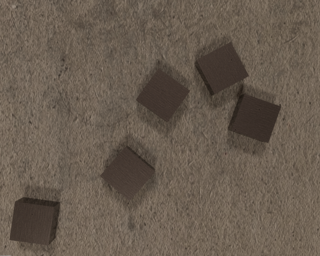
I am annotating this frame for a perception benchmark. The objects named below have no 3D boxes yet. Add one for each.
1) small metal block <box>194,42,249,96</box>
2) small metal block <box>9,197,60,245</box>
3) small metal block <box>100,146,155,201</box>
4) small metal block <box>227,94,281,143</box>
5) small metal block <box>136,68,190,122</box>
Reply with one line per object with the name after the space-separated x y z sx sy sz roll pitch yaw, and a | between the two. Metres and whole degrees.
0.081 -0.077 0.411 0.050 0.025 0.050 -28 90 -1 | small metal block
-0.164 0.122 0.408 0.050 0.025 0.050 8 90 -1 | small metal block
-0.042 0.059 0.410 0.050 0.025 0.050 41 90 -1 | small metal block
0.124 -0.013 0.412 0.050 0.025 0.050 19 90 -1 | small metal block
0.004 -0.042 0.410 0.050 0.025 0.050 36 90 -1 | small metal block
